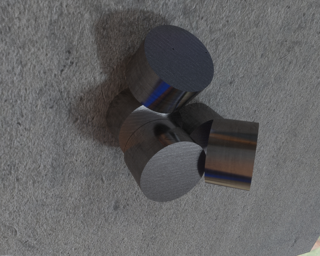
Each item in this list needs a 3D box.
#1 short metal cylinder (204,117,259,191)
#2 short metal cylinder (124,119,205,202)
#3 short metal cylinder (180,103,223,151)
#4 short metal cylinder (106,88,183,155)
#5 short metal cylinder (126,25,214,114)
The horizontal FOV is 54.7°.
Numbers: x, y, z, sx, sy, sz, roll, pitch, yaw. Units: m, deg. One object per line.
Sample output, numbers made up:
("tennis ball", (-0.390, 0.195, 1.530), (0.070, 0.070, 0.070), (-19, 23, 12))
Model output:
("short metal cylinder", (0.085, 0.030, 0.366), (0.050, 0.080, 0.079), (8, 124, 16))
("short metal cylinder", (0.005, 0.037, 0.354), (0.081, 0.050, 0.079), (-14, 125, -21))
("short metal cylinder", (0.055, 0.011, 0.430), (0.081, 0.050, 0.079), (-14, 125, -21))
("short metal cylinder", (-0.020, -0.006, 0.379), (0.081, 0.050, 0.079), (-14, 125, -21))
("short metal cylinder", (0.010, -0.062, 0.333), (0.081, 0.080, 0.050), (0, 157, -29))
